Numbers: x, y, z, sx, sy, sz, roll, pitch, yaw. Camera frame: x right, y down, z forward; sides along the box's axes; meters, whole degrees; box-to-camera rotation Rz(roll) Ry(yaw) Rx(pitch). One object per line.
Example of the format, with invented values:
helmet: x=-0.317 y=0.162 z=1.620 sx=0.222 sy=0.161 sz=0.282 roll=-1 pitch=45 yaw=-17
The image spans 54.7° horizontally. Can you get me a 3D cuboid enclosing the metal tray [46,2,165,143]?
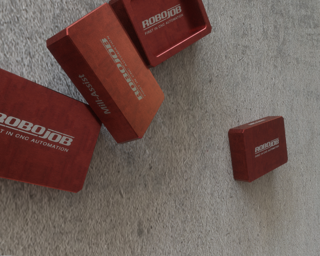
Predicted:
metal tray: x=-0.050 y=-0.059 z=0.338 sx=0.130 sy=0.030 sz=0.090 roll=57 pitch=35 yaw=-24

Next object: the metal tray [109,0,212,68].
metal tray: x=0.006 y=-0.144 z=0.405 sx=0.131 sy=0.030 sz=0.090 roll=-38 pitch=114 yaw=-33

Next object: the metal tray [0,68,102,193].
metal tray: x=-0.126 y=0.004 z=0.295 sx=0.131 sy=0.030 sz=0.090 roll=24 pitch=75 yaw=-38

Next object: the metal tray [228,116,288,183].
metal tray: x=0.177 y=0.033 z=0.550 sx=0.131 sy=0.030 sz=0.089 roll=-15 pitch=100 yaw=-39
